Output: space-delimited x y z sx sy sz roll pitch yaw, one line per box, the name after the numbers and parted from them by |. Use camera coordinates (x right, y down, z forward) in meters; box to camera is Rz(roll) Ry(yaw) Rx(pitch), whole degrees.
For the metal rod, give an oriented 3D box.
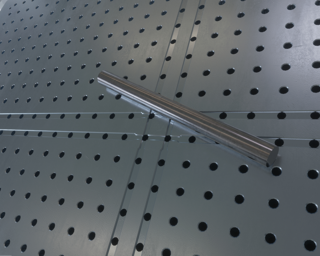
0.014 -0.026 0.417 0.300 0.025 0.025 28 77 37 | metal rod
